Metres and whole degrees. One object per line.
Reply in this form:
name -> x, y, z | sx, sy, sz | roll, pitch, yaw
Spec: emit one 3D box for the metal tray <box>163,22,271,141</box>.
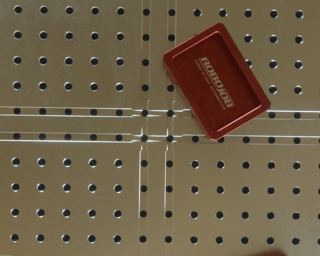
metal tray -> 0.073, -0.060, 0.411 | 0.090, 0.030, 0.130 | -31, 90, 0
